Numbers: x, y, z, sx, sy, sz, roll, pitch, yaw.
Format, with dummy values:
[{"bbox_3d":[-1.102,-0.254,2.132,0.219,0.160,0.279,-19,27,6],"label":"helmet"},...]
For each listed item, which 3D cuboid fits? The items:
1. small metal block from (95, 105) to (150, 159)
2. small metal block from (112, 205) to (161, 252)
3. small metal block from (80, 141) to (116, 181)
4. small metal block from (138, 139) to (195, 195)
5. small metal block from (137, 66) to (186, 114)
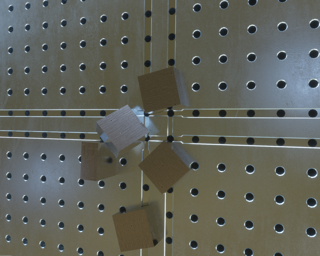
[{"bbox_3d":[-0.051,0.004,0.416,0.050,0.025,0.050,-33,75,-27],"label":"small metal block"},{"bbox_3d":[-0.032,0.137,0.424,0.050,0.025,0.050,-16,85,19],"label":"small metal block"},{"bbox_3d":[-0.084,0.044,0.430,0.025,0.050,0.050,3,91,20],"label":"small metal block"},{"bbox_3d":[0.008,0.051,0.410,0.050,0.025,0.050,-45,76,14],"label":"small metal block"},{"bbox_3d":[0.003,-0.049,0.412,0.050,0.025,0.050,-13,86,19],"label":"small metal block"}]
